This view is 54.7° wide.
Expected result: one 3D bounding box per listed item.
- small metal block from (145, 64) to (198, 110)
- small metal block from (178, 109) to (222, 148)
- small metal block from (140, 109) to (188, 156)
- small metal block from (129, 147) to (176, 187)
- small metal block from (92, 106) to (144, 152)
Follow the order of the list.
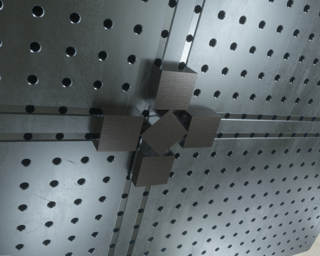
[{"bbox_3d":[0.014,-0.051,0.389,0.050,0.025,0.050,-1,119,-29],"label":"small metal block"},{"bbox_3d":[0.054,0.001,0.443,0.050,0.025,0.050,0,119,-29],"label":"small metal block"},{"bbox_3d":[0.001,0.002,0.414,0.050,0.025,0.050,-41,130,-1],"label":"small metal block"},{"bbox_3d":[-0.011,0.054,0.440,0.050,0.025,0.050,0,118,-29],"label":"small metal block"},{"bbox_3d":[-0.052,0.001,0.384,0.050,0.025,0.050,1,118,-30],"label":"small metal block"}]
